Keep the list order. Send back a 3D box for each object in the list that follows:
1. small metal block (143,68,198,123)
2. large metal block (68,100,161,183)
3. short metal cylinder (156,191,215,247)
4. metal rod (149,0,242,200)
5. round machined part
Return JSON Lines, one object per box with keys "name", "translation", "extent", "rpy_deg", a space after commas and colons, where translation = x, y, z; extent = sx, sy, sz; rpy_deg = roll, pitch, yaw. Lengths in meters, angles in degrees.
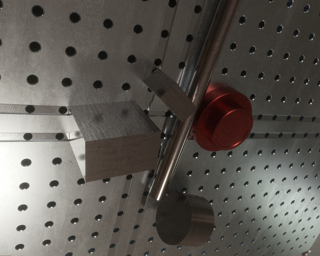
{"name": "small metal block", "translation": [0.012, -0.040, 0.378], "extent": [0.025, 0.050, 0.050], "rpy_deg": [-44, 130, 2]}
{"name": "large metal block", "translation": [-0.055, 0.011, 0.354], "extent": [0.081, 0.080, 0.050], "rpy_deg": [-8, 122, -25]}
{"name": "short metal cylinder", "translation": [0.038, 0.143, 0.488], "extent": [0.050, 0.080, 0.080], "rpy_deg": [21, 107, -36]}
{"name": "metal rod", "translation": [0.041, -0.028, 0.417], "extent": [0.025, 0.025, 0.298], "rpy_deg": [5, 116, -31]}
{"name": "round machined part", "translation": [0.095, -0.006, 0.450], "extent": [0.099, 0.042, 0.097], "rpy_deg": [-14, 125, -21]}
